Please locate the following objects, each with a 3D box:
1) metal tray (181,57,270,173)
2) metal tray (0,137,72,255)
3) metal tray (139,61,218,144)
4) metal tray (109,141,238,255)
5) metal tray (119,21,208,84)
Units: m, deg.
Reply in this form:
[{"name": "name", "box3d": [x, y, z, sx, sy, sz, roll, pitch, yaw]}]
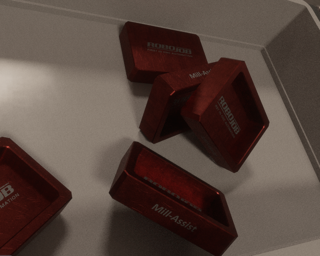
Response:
[{"name": "metal tray", "box3d": [0.088, -0.012, 0.390, 0.090, 0.030, 0.130, -52, 134, -13]}, {"name": "metal tray", "box3d": [-0.145, 0.068, 0.250, 0.090, 0.030, 0.131, 41, 28, 1]}, {"name": "metal tray", "box3d": [0.042, -0.036, 0.407, 0.131, 0.089, 0.030, -20, 57, -36]}, {"name": "metal tray", "box3d": [0.015, 0.072, 0.337, 0.130, 0.030, 0.090, 32, 15, -8]}, {"name": "metal tray", "box3d": [0.009, -0.111, 0.477, 0.131, 0.030, 0.090, 1, 61, -28]}]
